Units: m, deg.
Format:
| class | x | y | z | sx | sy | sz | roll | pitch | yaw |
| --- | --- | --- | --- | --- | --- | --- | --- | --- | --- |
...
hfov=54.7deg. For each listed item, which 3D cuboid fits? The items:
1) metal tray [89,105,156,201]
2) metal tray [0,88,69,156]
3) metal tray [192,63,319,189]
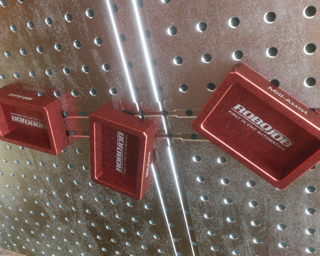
| class | x | y | z | sx | sy | sz | roll | pitch | yaw |
| --- | --- | --- | --- | --- | --- | --- | --- | --- | --- |
| metal tray | -0.058 | 0.039 | 0.460 | 0.090 | 0.030 | 0.129 | 19 | 126 | 16 |
| metal tray | -0.220 | -0.011 | 0.513 | 0.130 | 0.030 | 0.089 | 12 | 124 | 21 |
| metal tray | 0.113 | 0.000 | 0.348 | 0.130 | 0.030 | 0.089 | 36 | 129 | 4 |
